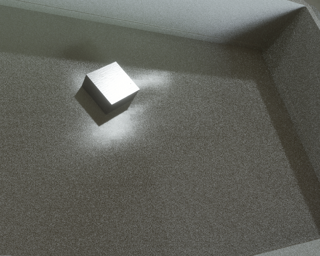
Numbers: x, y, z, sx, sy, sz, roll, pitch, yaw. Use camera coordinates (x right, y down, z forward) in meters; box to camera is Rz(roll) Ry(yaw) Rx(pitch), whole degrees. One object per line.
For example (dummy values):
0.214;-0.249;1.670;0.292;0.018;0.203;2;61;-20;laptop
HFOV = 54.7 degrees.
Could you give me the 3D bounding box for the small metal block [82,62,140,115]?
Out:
-0.064;-0.053;0.405;0.050;0.025;0.050;50;51;6;small metal block
